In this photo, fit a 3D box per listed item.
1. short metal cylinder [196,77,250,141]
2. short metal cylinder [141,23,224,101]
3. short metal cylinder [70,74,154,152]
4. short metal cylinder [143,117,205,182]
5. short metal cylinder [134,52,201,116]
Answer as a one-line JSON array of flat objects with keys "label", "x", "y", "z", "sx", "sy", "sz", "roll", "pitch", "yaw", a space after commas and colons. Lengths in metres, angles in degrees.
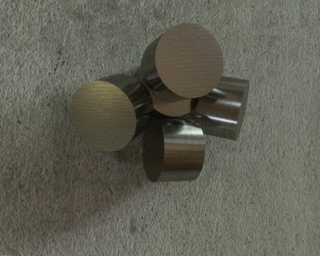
[{"label": "short metal cylinder", "x": 0.083, "y": -0.027, "z": 0.407, "sx": 0.050, "sy": 0.080, "sz": 0.080, "roll": 13, "pitch": 85, "yaw": 19}, {"label": "short metal cylinder", "x": 0.024, "y": -0.072, "z": 0.353, "sx": 0.081, "sy": 0.050, "sz": 0.079, "roll": 0, "pitch": 90, "yaw": -21}, {"label": "short metal cylinder", "x": -0.054, "y": -0.019, "z": 0.356, "sx": 0.080, "sy": 0.050, "sz": 0.079, "roll": 6, "pitch": 110, "yaw": 19}, {"label": "short metal cylinder", "x": 0.015, "y": 0.027, "z": 0.386, "sx": 0.050, "sy": 0.080, "sz": 0.079, "roll": 2, "pitch": 90, "yaw": -20}, {"label": "short metal cylinder", "x": 0.009, "y": -0.054, "z": 0.401, "sx": 0.081, "sy": 0.050, "sz": 0.079, "roll": 0, "pitch": 90, "yaw": -21}]
